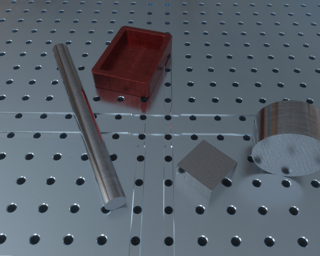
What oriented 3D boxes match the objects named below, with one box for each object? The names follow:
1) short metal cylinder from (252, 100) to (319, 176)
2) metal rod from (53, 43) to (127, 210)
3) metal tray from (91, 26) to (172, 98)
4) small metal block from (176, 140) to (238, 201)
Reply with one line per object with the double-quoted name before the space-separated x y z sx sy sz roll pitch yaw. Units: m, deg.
"short metal cylinder" 0.151 0.014 0.363 0.080 0.080 0.050 11 51 8
"metal rod" -0.107 -0.024 0.425 0.025 0.025 0.300 -18 52 -15
"metal tray" -0.040 -0.110 0.496 0.090 0.030 0.130 13 51 10
"small metal block" 0.055 0.049 0.367 0.050 0.025 0.050 36 58 26
